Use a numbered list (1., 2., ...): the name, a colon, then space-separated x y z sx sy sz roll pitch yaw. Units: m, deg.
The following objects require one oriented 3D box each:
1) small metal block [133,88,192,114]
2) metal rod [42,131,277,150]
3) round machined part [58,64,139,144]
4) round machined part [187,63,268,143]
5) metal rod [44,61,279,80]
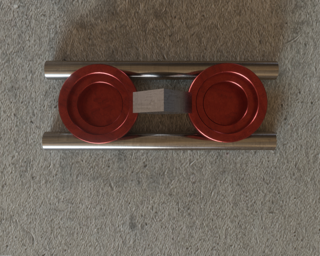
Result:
1. small metal block: 0.003 -0.030 0.372 0.050 0.050 0.025 0 89 43
2. metal rod: 0.000 0.017 0.411 0.302 0.025 0.025 0 90 0
3. round machined part: -0.075 -0.030 0.398 0.099 0.042 0.097 0 90 0
4. round machined part: 0.082 -0.031 0.398 0.099 0.042 0.097 0 90 0
5. metal rod: 0.002 -0.077 0.411 0.302 0.025 0.025 0 90 0
